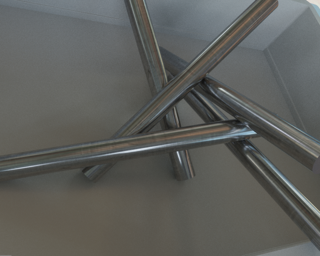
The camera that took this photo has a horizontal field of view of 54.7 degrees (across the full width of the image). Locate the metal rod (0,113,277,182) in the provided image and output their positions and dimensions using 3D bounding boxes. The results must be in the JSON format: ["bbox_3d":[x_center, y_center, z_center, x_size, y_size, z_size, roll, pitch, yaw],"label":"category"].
[{"bbox_3d":[-0.018,0.018,0.320,0.302,0.025,0.025,-9,65,-10],"label":"metal rod"}]

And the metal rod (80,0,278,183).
[{"bbox_3d":[0.028,-0.053,0.357,0.300,0.025,0.025,-44,87,-8],"label":"metal rod"}]

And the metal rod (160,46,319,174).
[{"bbox_3d":[0.065,-0.043,0.363,0.025,0.025,0.300,-2,29,-29],"label":"metal rod"}]

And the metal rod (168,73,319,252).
[{"bbox_3d":[0.087,0.012,0.366,0.025,0.025,0.300,-4,39,-30],"label":"metal rod"}]

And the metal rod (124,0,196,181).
[{"bbox_3d":[-0.009,-0.081,0.375,0.025,0.025,0.298,-20,96,-35],"label":"metal rod"}]
